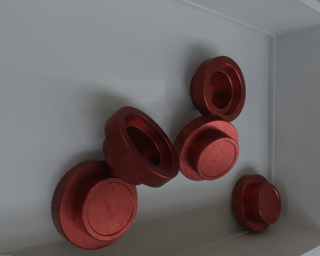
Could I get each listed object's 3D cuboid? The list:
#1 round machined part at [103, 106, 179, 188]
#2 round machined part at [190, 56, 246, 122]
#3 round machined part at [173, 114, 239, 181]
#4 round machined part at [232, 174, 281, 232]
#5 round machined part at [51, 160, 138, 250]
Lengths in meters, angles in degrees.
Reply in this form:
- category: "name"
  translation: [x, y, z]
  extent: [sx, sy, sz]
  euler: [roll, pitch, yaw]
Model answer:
- category: "round machined part"
  translation: [-0.026, 0.026, 0.354]
  extent: [0.098, 0.042, 0.098]
  euler: [41, 24, -22]
- category: "round machined part"
  translation: [0.083, -0.056, 0.468]
  extent: [0.099, 0.042, 0.097]
  euler: [0, 90, -40]
- category: "round machined part"
  translation: [0.070, 0.033, 0.431]
  extent: [0.099, 0.042, 0.097]
  euler: [-13, 121, -22]
- category: "round machined part"
  translation: [0.173, 0.129, 0.536]
  extent: [0.099, 0.042, 0.097]
  euler: [8, 77, -39]
- category: "round machined part"
  translation: [-0.064, 0.086, 0.343]
  extent: [0.099, 0.042, 0.097]
  euler: [0, 90, -40]
